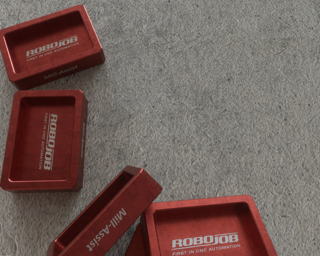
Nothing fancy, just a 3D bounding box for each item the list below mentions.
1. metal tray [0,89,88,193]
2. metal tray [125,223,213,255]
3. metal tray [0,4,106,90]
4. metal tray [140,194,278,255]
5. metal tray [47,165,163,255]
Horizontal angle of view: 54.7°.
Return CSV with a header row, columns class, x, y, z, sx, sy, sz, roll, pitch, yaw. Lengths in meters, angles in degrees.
class,x,y,z,sx,sy,sz,roll,pitch,yaw
metal tray,-0.144,0.016,0.398,0.091,0.030,0.130,-1,70,-1
metal tray,-0.006,0.181,0.339,0.090,0.030,0.130,22,71,7
metal tray,-0.156,-0.117,0.446,0.131,0.030,0.090,-21,72,-8
metal tray,0.050,0.122,0.329,0.131,0.030,0.090,-1,48,-15
metal tray,-0.062,0.099,0.334,0.030,0.090,0.130,47,75,-8
